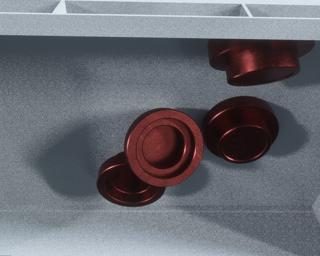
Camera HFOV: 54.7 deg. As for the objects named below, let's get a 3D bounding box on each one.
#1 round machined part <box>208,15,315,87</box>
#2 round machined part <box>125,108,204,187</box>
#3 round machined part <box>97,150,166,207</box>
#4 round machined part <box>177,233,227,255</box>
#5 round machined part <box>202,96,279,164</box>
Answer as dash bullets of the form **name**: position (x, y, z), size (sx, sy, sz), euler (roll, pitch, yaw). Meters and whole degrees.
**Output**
- **round machined part**: position (0.098, -0.069, 0.304), size (0.099, 0.042, 0.098), euler (-6, 175, 0)
- **round machined part**: position (0.003, 0.022, 0.397), size (0.099, 0.042, 0.097), euler (-3, 99, -16)
- **round machined part**: position (-0.041, 0.071, 0.458), size (0.099, 0.042, 0.097), euler (0, 130, 0)
- **round machined part**: position (0.082, 0.245, 0.610), size (0.099, 0.042, 0.097), euler (-1, 130, 0)
- **round machined part**: position (0.107, 0.009, 0.408), size (0.099, 0.042, 0.097), euler (-1, 130, 0)
